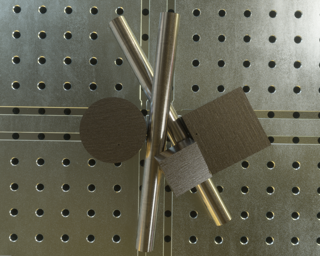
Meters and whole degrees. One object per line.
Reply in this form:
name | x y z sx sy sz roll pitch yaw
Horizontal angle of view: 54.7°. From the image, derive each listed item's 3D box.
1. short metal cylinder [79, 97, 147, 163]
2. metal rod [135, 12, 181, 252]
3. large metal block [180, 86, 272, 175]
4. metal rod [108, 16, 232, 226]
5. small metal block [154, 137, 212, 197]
short metal cylinder | -0.057 0.002 0.397 0.081 0.050 0.079 0 90 -1
metal rod | -0.004 0.011 0.390 0.025 0.025 0.298 6 98 0
large metal block | 0.080 0.003 0.397 0.080 0.050 0.080 -27 90 0
metal rod | 0.014 -0.009 0.410 0.025 0.025 0.299 -28 91 0
small metal block | 0.028 0.047 0.378 0.050 0.025 0.050 -28 105 -8
